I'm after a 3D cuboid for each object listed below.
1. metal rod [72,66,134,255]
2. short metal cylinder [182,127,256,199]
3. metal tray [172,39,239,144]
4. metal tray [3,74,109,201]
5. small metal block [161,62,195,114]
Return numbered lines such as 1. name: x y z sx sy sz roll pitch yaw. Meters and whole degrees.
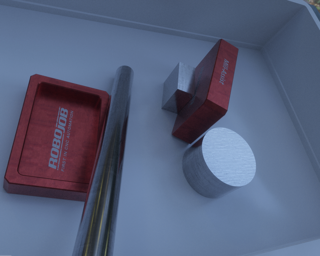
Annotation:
1. metal rod: -0.045 0.008 0.304 0.025 0.025 0.300 22 30 -15
2. short metal cylinder: 0.076 0.046 0.405 0.081 0.050 0.080 14 56 -21
3. metal tray: 0.063 -0.052 0.431 0.030 0.090 0.130 28 52 -11
4. metal tray: -0.107 0.009 0.339 0.091 0.030 0.130 13 56 -22
5. small metal block: 0.026 -0.056 0.440 0.025 0.050 0.050 18 55 -18
